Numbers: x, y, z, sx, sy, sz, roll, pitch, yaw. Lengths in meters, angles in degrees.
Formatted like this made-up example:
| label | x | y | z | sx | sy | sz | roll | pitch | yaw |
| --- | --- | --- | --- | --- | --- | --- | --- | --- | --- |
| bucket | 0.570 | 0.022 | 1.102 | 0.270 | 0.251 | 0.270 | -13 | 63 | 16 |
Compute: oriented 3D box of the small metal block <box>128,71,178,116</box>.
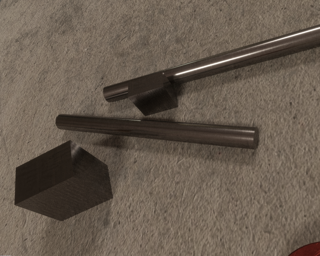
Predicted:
| label | x | y | z | sx | sy | sz | roll | pitch | yaw |
| --- | --- | --- | --- | --- | --- | --- | --- | --- | --- |
| small metal block | -0.009 | -0.045 | 0.419 | 0.050 | 0.050 | 0.025 | -15 | 56 | 19 |

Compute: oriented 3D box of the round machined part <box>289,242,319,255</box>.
| label | x | y | z | sx | sy | sz | roll | pitch | yaw |
| --- | --- | --- | --- | --- | --- | --- | --- | --- | --- |
| round machined part | 0.137 | 0.141 | 0.235 | 0.098 | 0.042 | 0.098 | -13 | 56 | 20 |

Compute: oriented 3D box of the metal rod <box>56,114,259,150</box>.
| label | x | y | z | sx | sy | sz | roll | pitch | yaw |
| --- | --- | --- | --- | --- | --- | --- | --- | --- | --- |
| metal rod | -0.024 | 0.001 | 0.414 | 0.300 | 0.025 | 0.025 | 5 | 64 | 30 |

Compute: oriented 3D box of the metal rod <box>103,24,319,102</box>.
| label | x | y | z | sx | sy | sz | roll | pitch | yaw |
| --- | --- | --- | --- | --- | --- | --- | --- | --- | --- |
| metal rod | 0.057 | -0.082 | 0.422 | 0.301 | 0.025 | 0.025 | -12 | 57 | 21 |

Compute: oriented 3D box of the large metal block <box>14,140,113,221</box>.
| label | x | y | z | sx | sy | sz | roll | pitch | yaw |
| --- | --- | --- | --- | --- | --- | --- | --- | --- | --- |
| large metal block | -0.118 | 0.069 | 0.386 | 0.080 | 0.080 | 0.050 | -26 | 53 | 11 |
